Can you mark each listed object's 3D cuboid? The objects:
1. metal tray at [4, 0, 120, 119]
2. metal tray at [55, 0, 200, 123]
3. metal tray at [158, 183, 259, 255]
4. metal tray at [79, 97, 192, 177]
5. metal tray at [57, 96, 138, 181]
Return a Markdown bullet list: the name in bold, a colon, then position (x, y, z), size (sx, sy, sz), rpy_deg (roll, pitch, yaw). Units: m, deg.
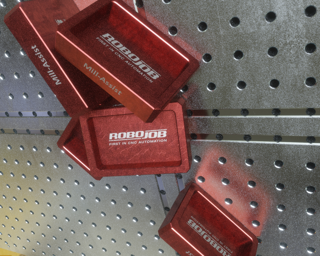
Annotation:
- **metal tray**: position (-0.106, -0.087, 0.367), size (0.030, 0.090, 0.130), rpy_deg (-23, 106, 30)
- **metal tray**: position (-0.033, -0.078, 0.333), size (0.130, 0.090, 0.030), rpy_deg (39, 147, 1)
- **metal tray**: position (0.070, 0.149, 0.423), size (0.130, 0.090, 0.030), rpy_deg (42, 129, -1)
- **metal tray**: position (-0.029, 0.013, 0.394), size (0.131, 0.030, 0.089), rpy_deg (-5, 105, 12)
- **metal tray**: position (-0.091, 0.013, 0.461), size (0.090, 0.030, 0.129), rpy_deg (42, 129, -1)
